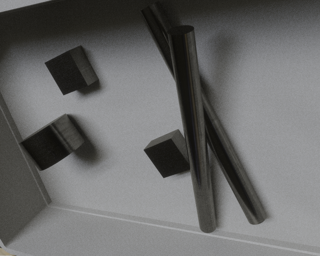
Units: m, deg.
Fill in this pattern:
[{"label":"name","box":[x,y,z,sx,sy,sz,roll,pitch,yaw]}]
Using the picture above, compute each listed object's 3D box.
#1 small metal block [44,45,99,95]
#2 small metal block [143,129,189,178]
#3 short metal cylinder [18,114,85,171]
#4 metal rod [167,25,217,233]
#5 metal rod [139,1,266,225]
[{"label":"small metal block","box":[-0.120,-0.078,0.422,0.050,0.025,0.050,-14,112,33]},{"label":"small metal block","box":[0.015,0.036,0.422,0.050,0.025,0.050,-25,105,36]},{"label":"short metal cylinder","box":[-0.163,0.021,0.469,0.080,0.080,0.050,-22,107,36]},{"label":"metal rod","box":[0.045,0.028,0.373,0.025,0.025,0.298,7,130,24]},{"label":"metal rod","box":[0.059,-0.005,0.373,0.025,0.025,0.299,-18,109,35]}]
